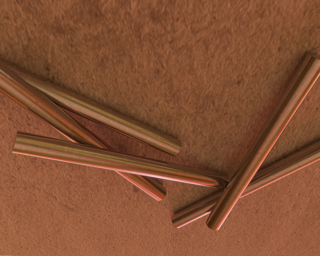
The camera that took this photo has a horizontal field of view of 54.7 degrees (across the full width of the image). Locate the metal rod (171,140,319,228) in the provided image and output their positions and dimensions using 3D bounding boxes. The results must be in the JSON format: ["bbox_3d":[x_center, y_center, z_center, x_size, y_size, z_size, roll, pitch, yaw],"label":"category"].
[{"bbox_3d":[0.140,0.089,0.484,0.299,0.025,0.025,-34,123,25],"label":"metal rod"}]

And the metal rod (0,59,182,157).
[{"bbox_3d":[-0.106,-0.031,0.379,0.302,0.025,0.025,25,126,-20],"label":"metal rod"}]

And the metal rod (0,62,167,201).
[{"bbox_3d":[-0.085,0.024,0.405,0.025,0.025,0.300,-28,132,21],"label":"metal rod"}]

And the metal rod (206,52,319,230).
[{"bbox_3d":[0.131,0.039,0.423,0.025,0.025,0.298,13,123,-12],"label":"metal rod"}]

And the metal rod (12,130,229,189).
[{"bbox_3d":[-0.030,0.049,0.409,0.302,0.025,0.025,15,130,-28],"label":"metal rod"}]
